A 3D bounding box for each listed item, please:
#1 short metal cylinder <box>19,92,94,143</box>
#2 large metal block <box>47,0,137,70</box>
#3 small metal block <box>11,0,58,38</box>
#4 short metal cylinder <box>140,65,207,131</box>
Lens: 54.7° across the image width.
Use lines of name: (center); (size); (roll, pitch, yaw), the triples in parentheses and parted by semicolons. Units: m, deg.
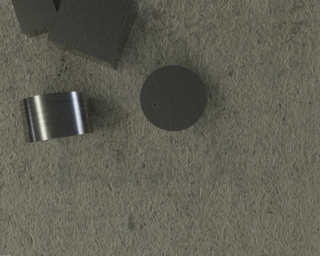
short metal cylinder: (-0.126, -0.012, 0.381); (0.080, 0.080, 0.050); (-9, 90, 0)
large metal block: (-0.084, -0.130, 0.396); (0.080, 0.050, 0.080); (21, 90, -1)
small metal block: (-0.160, -0.153, 0.408); (0.050, 0.025, 0.050); (-19, 90, -1)
short metal cylinder: (0.016, -0.036, 0.398); (0.081, 0.050, 0.079); (0, 90, -1)
